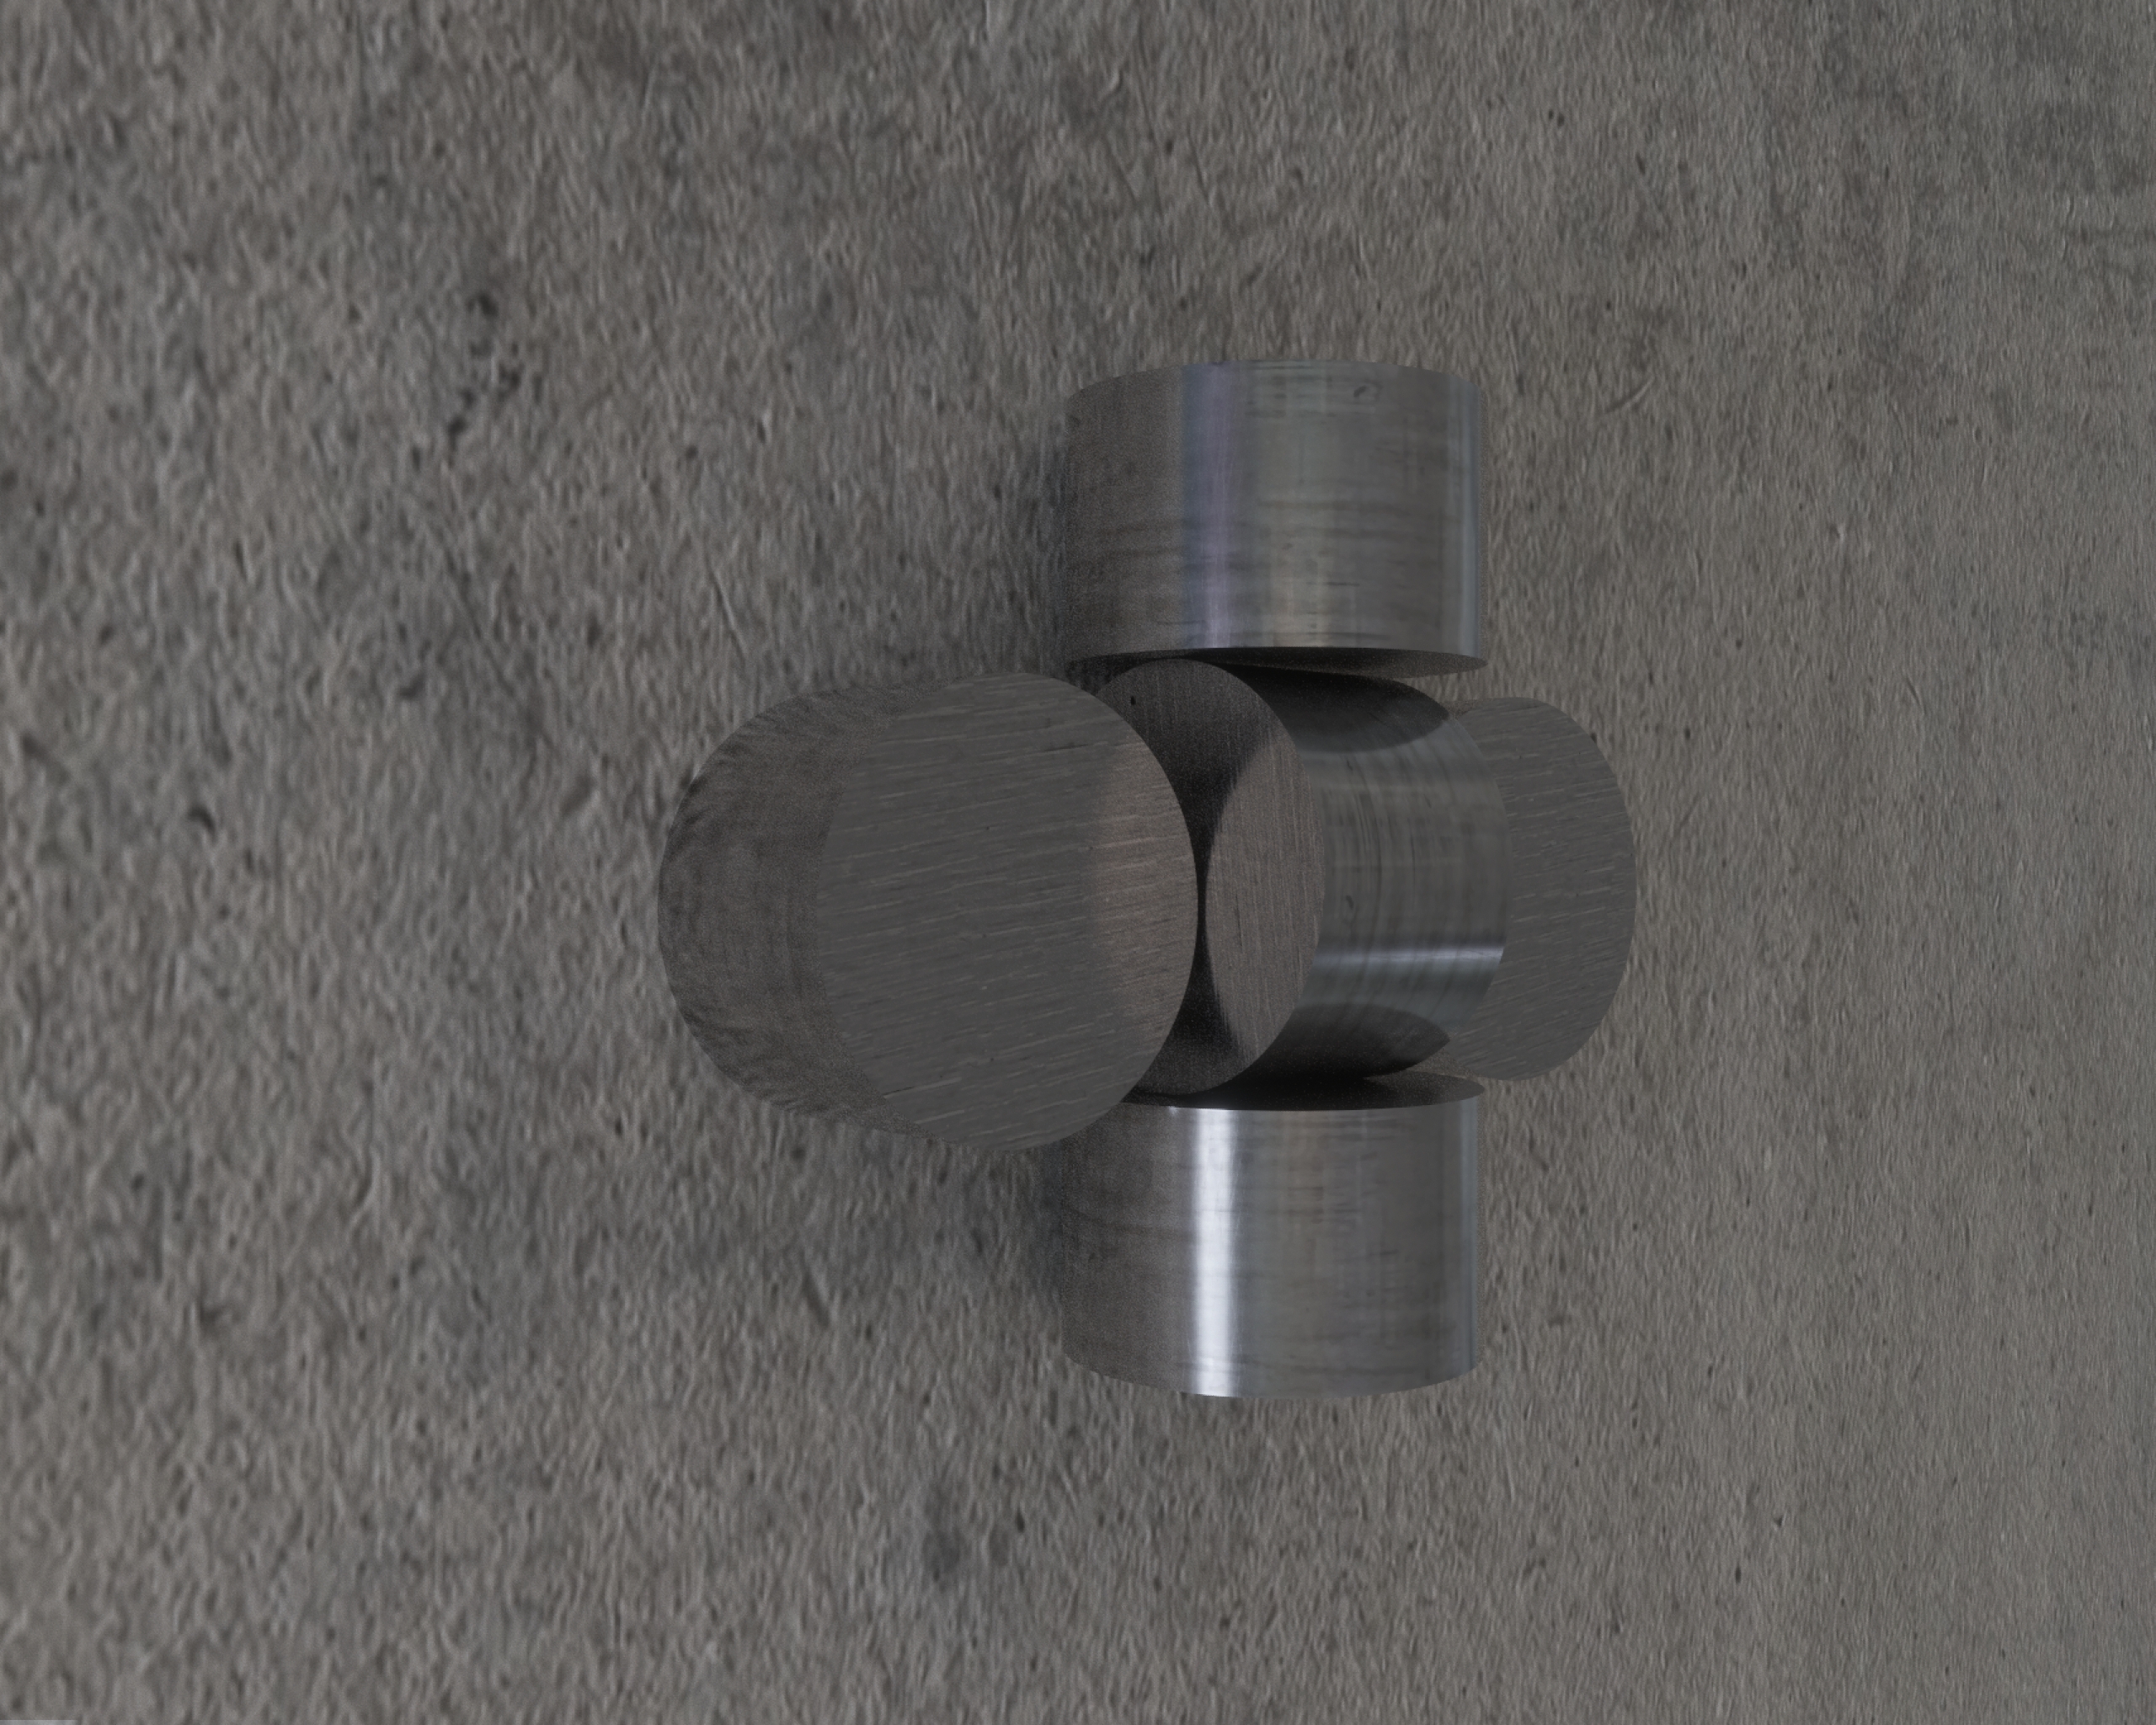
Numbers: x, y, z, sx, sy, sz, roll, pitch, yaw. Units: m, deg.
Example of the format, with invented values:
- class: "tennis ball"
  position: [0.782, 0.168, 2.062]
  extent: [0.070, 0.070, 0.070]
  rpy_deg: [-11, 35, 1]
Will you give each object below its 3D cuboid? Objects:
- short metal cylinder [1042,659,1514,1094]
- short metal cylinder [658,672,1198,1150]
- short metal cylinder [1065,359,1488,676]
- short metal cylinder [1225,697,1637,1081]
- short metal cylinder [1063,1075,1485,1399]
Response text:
- class: "short metal cylinder"
  position: [0.035, 0.003, 0.398]
  extent: [0.050, 0.080, 0.080]
  rpy_deg: [1, 90, -40]
- class: "short metal cylinder"
  position: [-0.026, 0.008, 0.367]
  extent: [0.081, 0.050, 0.080]
  rpy_deg: [0, 90, -40]
- class: "short metal cylinder"
  position: [0.038, -0.062, 0.400]
  extent: [0.081, 0.080, 0.050]
  rpy_deg: [0, 90, -40]
- class: "short metal cylinder"
  position: [0.076, 0.005, 0.452]
  extent: [0.081, 0.050, 0.080]
  rpy_deg: [0, 90, -40]
- class: "short metal cylinder"
  position: [0.037, 0.067, 0.400]
  extent: [0.081, 0.080, 0.050]
  rpy_deg: [0, 90, -40]
